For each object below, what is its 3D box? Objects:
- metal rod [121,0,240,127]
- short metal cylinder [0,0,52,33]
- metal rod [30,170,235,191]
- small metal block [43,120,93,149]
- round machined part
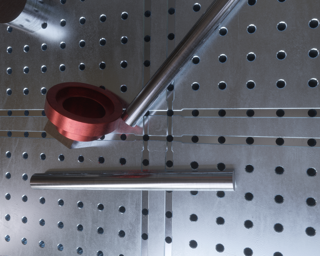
[{"bbox_3d":[0.050,-0.120,0.394,0.025,0.025,0.299,44,103,14],"label":"metal rod"},{"bbox_3d":[-0.217,-0.193,0.476,0.080,0.050,0.080,0,90,20],"label":"short metal cylinder"},{"bbox_3d":[-0.051,0.074,0.430,0.301,0.025,0.025,-4,89,19],"label":"metal rod"},{"bbox_3d":[-0.127,0.005,0.444,0.050,0.050,0.025,33,101,17],"label":"small metal block"},{"bbox_3d":[-0.103,-0.019,0.414,0.098,0.099,0.042,33,123,17],"label":"round machined part"}]
